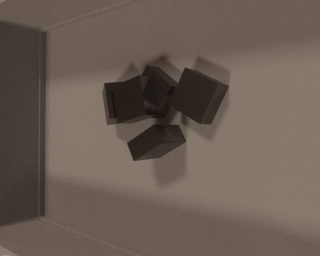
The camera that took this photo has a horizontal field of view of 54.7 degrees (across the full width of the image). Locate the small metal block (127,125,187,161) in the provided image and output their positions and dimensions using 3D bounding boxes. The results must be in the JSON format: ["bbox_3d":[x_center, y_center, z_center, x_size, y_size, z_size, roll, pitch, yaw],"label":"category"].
[{"bbox_3d":[-0.004,0.018,0.392,0.050,0.050,0.025,-34,69,34],"label":"small metal block"}]

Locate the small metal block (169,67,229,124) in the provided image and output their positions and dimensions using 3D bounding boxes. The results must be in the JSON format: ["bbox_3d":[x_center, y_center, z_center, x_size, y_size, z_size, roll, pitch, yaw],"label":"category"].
[{"bbox_3d":[0.045,-0.038,0.368,0.050,0.025,0.050,35,111,34],"label":"small metal block"}]

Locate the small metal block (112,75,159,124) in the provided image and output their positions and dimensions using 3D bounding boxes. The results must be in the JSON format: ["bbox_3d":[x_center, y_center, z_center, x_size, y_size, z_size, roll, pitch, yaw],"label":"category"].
[{"bbox_3d":[-0.032,-0.035,0.399,0.050,0.025,0.050,-15,81,39],"label":"small metal block"}]

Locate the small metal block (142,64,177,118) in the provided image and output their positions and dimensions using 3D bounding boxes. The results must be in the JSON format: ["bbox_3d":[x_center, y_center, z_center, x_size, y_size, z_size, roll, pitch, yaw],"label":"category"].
[{"bbox_3d":[-0.005,-0.048,0.409,0.050,0.025,0.050,46,117,30],"label":"small metal block"}]

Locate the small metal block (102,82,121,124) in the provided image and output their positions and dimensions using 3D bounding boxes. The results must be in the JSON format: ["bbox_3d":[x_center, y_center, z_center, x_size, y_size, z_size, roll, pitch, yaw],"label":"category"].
[{"bbox_3d":[-0.065,-0.034,0.442,0.050,0.025,0.050,145,116,-73],"label":"small metal block"}]
